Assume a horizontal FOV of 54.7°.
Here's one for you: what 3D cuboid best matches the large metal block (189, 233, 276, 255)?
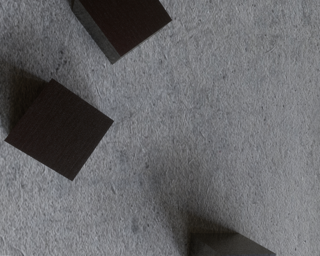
[{"bbox_3d":[0.093,0.179,0.414,0.081,0.080,0.050,7,88,-20],"label":"large metal block"}]

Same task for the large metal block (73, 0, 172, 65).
[{"bbox_3d":[-0.047,-0.137,0.378,0.080,0.050,0.080,-40,103,-16],"label":"large metal block"}]

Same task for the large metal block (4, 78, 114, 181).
[{"bbox_3d":[-0.113,0.002,0.354,0.080,0.050,0.080,36,78,-17],"label":"large metal block"}]
